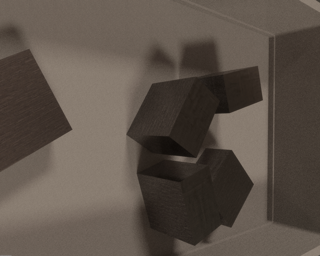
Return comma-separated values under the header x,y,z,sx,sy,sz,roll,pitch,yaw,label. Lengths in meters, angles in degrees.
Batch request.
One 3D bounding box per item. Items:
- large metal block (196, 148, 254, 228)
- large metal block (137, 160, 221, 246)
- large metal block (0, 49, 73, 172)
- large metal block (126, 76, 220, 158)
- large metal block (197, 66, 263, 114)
x,y,z,sx,sy,sz,roll,pitch,yaw,label
0.087,0.088,0.467,0.080,0.050,0.080,-52,121,-27,large metal block
0.023,0.090,0.393,0.050,0.080,0.079,-22,104,-38,large metal block
-0.140,-0.014,0.274,0.081,0.050,0.080,-36,113,-34,large metal block
0.016,-0.013,0.386,0.050,0.080,0.080,39,66,-34,large metal block
0.088,-0.054,0.447,0.081,0.080,0.050,-20,103,-39,large metal block
